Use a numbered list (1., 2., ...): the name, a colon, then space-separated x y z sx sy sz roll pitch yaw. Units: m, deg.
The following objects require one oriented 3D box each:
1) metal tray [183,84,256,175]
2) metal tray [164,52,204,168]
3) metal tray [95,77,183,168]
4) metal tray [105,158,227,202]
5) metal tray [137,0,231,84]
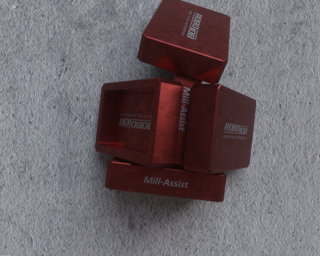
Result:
1. metal tray: 0.075 0.003 0.362 0.030 0.131 0.089 6 91 33
2. metal tray: 0.026 -0.021 0.378 0.030 0.090 0.129 7 90 0
3. metal tray: -0.030 -0.008 0.362 0.030 0.130 0.089 6 90 -37
4. metal tray: 0.006 0.058 0.378 0.131 0.090 0.030 7 90 -1
5. metal tray: 0.034 -0.109 0.365 0.090 0.130 0.030 18 131 -1
